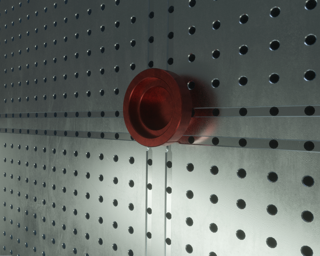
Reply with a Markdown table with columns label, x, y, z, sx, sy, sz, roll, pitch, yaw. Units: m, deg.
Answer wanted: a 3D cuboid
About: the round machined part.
| label | x | y | z | sx | sy | sz | roll | pitch | yaw |
| --- | --- | --- | --- | --- | --- | --- | --- | --- | --- |
| round machined part | 0.001 | -0.025 | 0.398 | 0.098 | 0.042 | 0.097 | 0 | 90 | 40 |
